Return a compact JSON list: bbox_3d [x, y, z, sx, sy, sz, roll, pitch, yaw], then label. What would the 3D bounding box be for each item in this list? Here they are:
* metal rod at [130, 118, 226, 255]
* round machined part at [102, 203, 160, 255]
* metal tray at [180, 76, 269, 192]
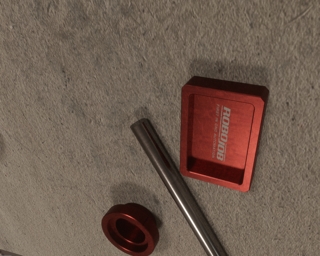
[{"bbox_3d":[0.042,0.118,0.456,0.025,0.025,0.299,-19,109,35],"label":"metal rod"},{"bbox_3d":[-0.045,0.165,0.520,0.098,0.042,0.097,13,124,20],"label":"round machined part"},{"bbox_3d":[0.072,0.009,0.370,0.090,0.030,0.129,12,124,21],"label":"metal tray"}]
